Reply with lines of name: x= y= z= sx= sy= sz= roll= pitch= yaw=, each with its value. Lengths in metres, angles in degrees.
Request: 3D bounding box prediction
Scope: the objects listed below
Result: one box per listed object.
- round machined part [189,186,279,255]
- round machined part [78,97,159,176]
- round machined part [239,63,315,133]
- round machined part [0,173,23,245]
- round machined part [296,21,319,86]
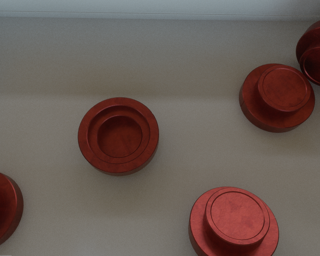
round machined part: x=0.082 y=0.106 z=0.344 sx=0.099 sy=0.042 sz=0.098 roll=1 pitch=46 yaw=-1
round machined part: x=-0.050 y=0.013 z=0.395 sx=0.099 sy=0.042 sz=0.098 roll=0 pitch=70 yaw=-1
round machined part: x=0.161 y=-0.046 z=0.419 sx=0.099 sy=0.042 sz=0.098 roll=0 pitch=70 yaw=0
round machined part: x=-0.219 y=0.095 z=0.363 sx=0.099 sy=0.042 sz=0.098 roll=0 pitch=70 yaw=-1
round machined part: x=0.226 y=-0.090 z=0.405 sx=0.098 sy=0.098 sz=0.042 roll=36 pitch=69 yaw=12
